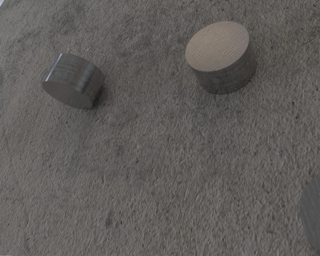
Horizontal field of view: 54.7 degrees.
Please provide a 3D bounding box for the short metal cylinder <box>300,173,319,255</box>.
[{"bbox_3d":[0.161,0.077,0.256,0.080,0.050,0.080,-13,56,21],"label":"short metal cylinder"}]

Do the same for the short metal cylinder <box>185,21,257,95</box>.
[{"bbox_3d":[0.080,-0.090,0.402,0.080,0.050,0.080,-13,56,21],"label":"short metal cylinder"}]

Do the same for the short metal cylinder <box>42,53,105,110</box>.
[{"bbox_3d":[-0.133,-0.070,0.482,0.080,0.080,0.050,6,65,31],"label":"short metal cylinder"}]
